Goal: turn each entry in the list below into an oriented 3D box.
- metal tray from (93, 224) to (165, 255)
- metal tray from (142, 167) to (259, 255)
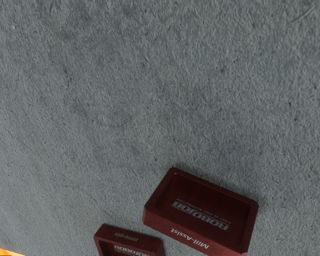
[{"bbox_3d":[-0.054,0.235,0.577,0.130,0.030,0.089,5,121,25],"label":"metal tray"},{"bbox_3d":[0.054,0.111,0.404,0.130,0.090,0.030,21,126,15],"label":"metal tray"}]
